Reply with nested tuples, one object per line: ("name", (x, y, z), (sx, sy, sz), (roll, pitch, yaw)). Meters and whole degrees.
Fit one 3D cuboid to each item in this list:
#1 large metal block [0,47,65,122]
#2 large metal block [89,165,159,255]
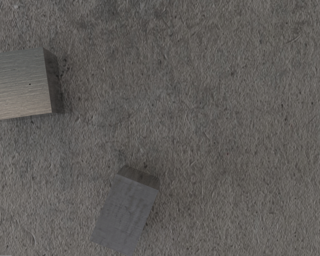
("large metal block", (-0.175, -0.053, 0.396), (0.080, 0.050, 0.080), (-8, 90, 0))
("large metal block", (-0.040, 0.096, 0.382), (0.050, 0.080, 0.080), (22, 90, 0))
